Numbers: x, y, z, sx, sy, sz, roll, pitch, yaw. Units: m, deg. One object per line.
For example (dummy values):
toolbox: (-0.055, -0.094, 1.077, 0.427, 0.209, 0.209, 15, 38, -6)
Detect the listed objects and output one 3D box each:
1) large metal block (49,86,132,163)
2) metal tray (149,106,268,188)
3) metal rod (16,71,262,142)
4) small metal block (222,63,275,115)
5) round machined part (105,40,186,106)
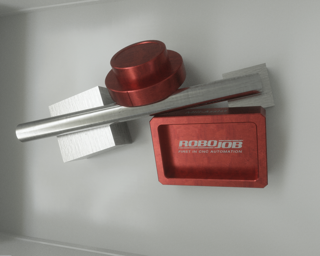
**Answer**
large metal block: (-0.095, -0.004, 0.427, 0.080, 0.050, 0.080, -19, 84, 18)
metal tray: (0.059, 0.023, 0.370, 0.130, 0.030, 0.089, -2, 109, 19)
metal rod: (-0.034, -0.022, 0.372, 0.301, 0.025, 0.025, -11, 86, 12)
small metal block: (0.106, -0.045, 0.371, 0.050, 0.025, 0.050, -12, 86, 19)
round machined part: (-0.021, -0.072, 0.374, 0.098, 0.098, 0.042, -5, 129, 19)
